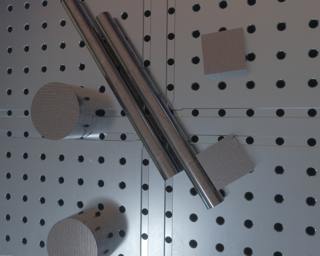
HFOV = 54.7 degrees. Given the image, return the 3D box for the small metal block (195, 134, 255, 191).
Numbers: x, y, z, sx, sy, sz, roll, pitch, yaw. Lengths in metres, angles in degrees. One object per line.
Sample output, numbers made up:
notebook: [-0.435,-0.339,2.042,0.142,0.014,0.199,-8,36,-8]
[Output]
small metal block: [0.081,0.042,0.384,0.050,0.025,0.050,-35,79,16]

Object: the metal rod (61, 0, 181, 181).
metal rod: [-0.059,-0.063,0.433,0.025,0.025,0.299,-34,79,17]

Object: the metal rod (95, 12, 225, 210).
metal rod: [-0.006,-0.031,0.414,0.025,0.025,0.299,-34,79,17]

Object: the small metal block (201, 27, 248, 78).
small metal block: [0.080,-0.092,0.384,0.050,0.025,0.050,-5,88,19]

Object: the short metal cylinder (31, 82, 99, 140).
short metal cylinder: [-0.136,-0.023,0.447,0.080,0.050,0.079,0,90,20]

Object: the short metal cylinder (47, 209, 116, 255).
short metal cylinder: [-0.110,0.161,0.438,0.080,0.050,0.079,0,90,20]
